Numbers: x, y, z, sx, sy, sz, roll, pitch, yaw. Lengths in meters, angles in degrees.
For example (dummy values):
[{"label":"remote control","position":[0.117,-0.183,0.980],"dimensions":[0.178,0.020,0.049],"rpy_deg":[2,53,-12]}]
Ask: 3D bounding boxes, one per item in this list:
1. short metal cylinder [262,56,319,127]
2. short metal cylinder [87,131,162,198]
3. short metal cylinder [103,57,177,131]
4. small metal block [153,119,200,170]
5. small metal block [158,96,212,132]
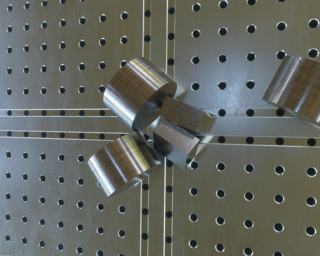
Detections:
[{"label":"short metal cylinder","position":[0.157,-0.036,0.328],"dimensions":[0.080,0.080,0.050],"rpy_deg":[28,100,17]},{"label":"short metal cylinder","position":[-0.045,0.047,0.399],"dimensions":[0.080,0.080,0.050],"rpy_deg":[-37,78,16]},{"label":"short metal cylinder","position":[-0.024,-0.042,0.392],"dimensions":[0.050,0.080,0.080],"rpy_deg":[42,103,15]},{"label":"small metal block","position":[0.019,0.021,0.390],"dimensions":[0.050,0.050,0.025],"rpy_deg":[34,67,16]},{"label":"small metal block","position":[0.033,-0.017,0.388],"dimensions":[0.050,0.050,0.025],"rpy_deg":[26,99,18]}]
